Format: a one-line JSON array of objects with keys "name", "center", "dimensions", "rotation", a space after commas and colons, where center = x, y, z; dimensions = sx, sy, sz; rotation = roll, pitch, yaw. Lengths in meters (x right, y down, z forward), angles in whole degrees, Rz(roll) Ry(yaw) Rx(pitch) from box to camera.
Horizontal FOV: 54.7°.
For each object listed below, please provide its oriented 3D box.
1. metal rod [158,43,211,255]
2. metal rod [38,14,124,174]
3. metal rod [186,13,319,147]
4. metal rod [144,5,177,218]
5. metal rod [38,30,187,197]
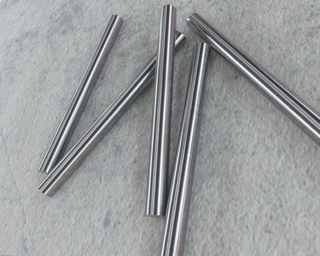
[{"name": "metal rod", "center": [0.034, 0.019, 0.373], "dimensions": [0.025, 0.025, 0.299], "rotation": [-3, 60, 26]}, {"name": "metal rod", "center": [-0.122, -0.066, 0.505], "dimensions": [0.025, 0.025, 0.300], "rotation": [5, 64, 30]}, {"name": "metal rod", "center": [0.117, -0.068, 0.383], "dimensions": [0.025, 0.025, 0.300], "rotation": [-37, 51, 4]}, {"name": "metal rod", "center": [0.004, -0.038, 0.404], "dimensions": [0.025, 0.025, 0.299], "rotation": [-7, 64, 24]}, {"name": "metal rod", "center": [-0.064, -0.025, 0.451], "dimensions": [0.025, 0.025, 0.300], "rotation": [34, 80, 38]}]
